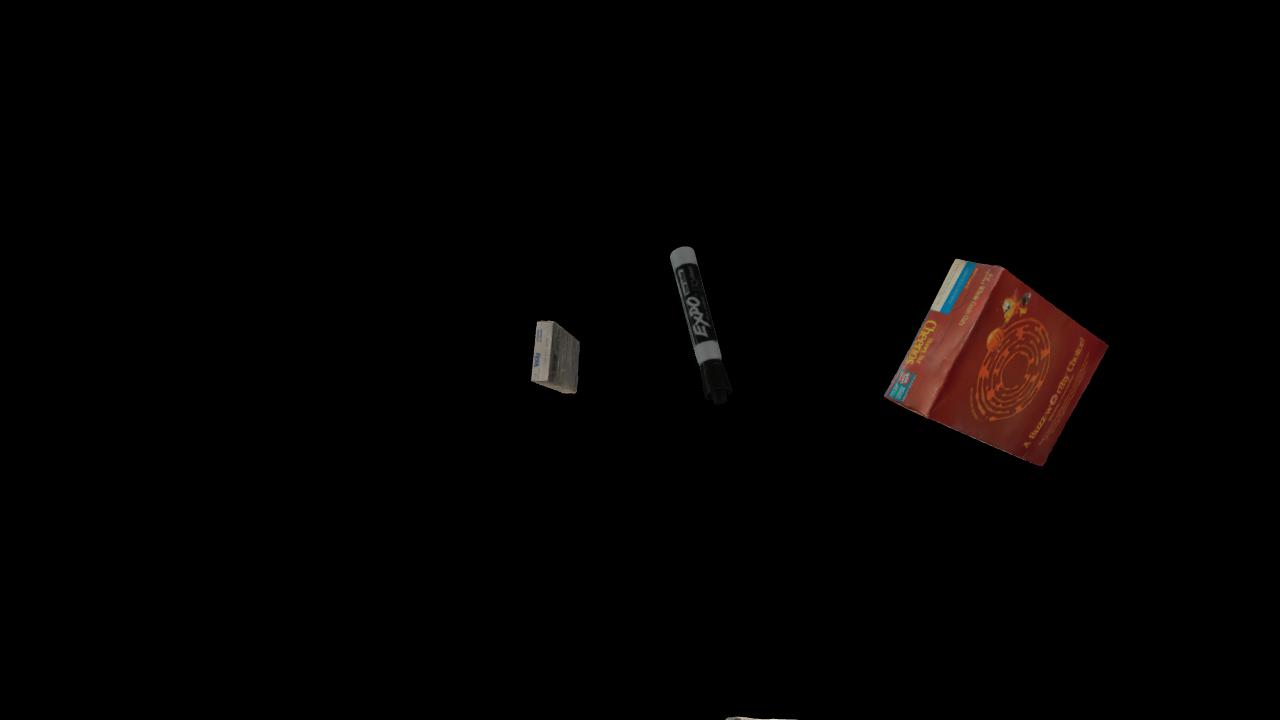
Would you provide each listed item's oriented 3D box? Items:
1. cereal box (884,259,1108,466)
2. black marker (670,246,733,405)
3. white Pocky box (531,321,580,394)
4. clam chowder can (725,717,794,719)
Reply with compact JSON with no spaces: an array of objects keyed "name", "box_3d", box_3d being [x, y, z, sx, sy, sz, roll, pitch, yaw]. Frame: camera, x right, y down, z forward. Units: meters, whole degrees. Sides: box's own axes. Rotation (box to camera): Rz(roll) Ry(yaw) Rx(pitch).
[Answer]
[{"name":"cereal box","box_3d":[0.494,0.013,0.843,0.306,0.203,0.081,20,8,-30]},{"name":"black marker","box_3d":[0.042,-0.026,0.430,0.020,0.121,0.020,-9,-26,-5]},{"name":"white Pocky box","box_3d":[-0.117,-0.001,0.880,0.028,0.084,0.154,2,-8,8]},{"name":"clam chowder can","box_3d":[0.105,0.269,0.395,0.102,0.068,0.068,9,-2,-11]}]
